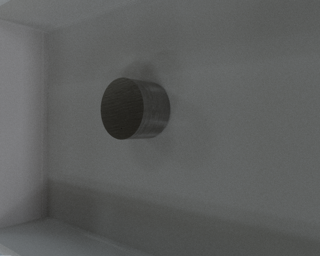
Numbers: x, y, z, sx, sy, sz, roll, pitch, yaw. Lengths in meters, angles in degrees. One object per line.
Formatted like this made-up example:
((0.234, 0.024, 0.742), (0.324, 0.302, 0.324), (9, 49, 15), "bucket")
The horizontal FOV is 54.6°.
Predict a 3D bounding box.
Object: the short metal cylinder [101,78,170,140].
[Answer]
((-0.034, -0.025, 0.417), (0.080, 0.050, 0.080), (0, 90, 40), "short metal cylinder")
